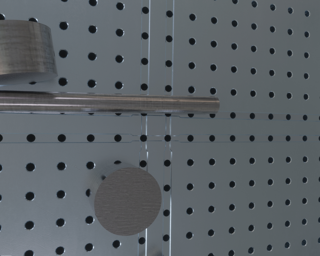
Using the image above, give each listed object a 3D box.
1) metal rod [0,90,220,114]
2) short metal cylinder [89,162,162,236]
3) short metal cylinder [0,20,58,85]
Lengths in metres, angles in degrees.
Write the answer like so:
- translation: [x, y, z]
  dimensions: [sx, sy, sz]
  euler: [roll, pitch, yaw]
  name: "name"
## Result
- translation: [-0.063, -0.031, 0.389]
  dimensions: [0.303, 0.025, 0.025]
  euler: [-1, 90, -20]
  name: "metal rod"
- translation: [-0.044, 0.085, 0.383]
  dimensions: [0.081, 0.050, 0.079]
  euler: [0, 90, -20]
  name: "short metal cylinder"
- translation: [-0.154, -0.076, 0.327]
  dimensions: [0.081, 0.080, 0.050]
  euler: [-9, 93, -20]
  name: "short metal cylinder"
